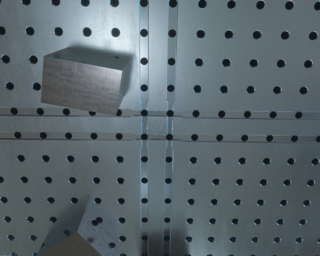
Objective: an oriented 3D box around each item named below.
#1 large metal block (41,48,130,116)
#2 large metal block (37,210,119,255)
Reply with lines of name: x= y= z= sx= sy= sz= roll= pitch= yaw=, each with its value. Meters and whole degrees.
large metal block: x=-0.083 y=-0.057 z=0.362 sx=0.080 sy=0.080 sz=0.050 roll=10 pitch=110 yaw=-4
large metal block: x=-0.122 y=0.186 z=0.467 sx=0.080 sy=0.050 sz=0.080 roll=-35 pitch=107 yaw=12
